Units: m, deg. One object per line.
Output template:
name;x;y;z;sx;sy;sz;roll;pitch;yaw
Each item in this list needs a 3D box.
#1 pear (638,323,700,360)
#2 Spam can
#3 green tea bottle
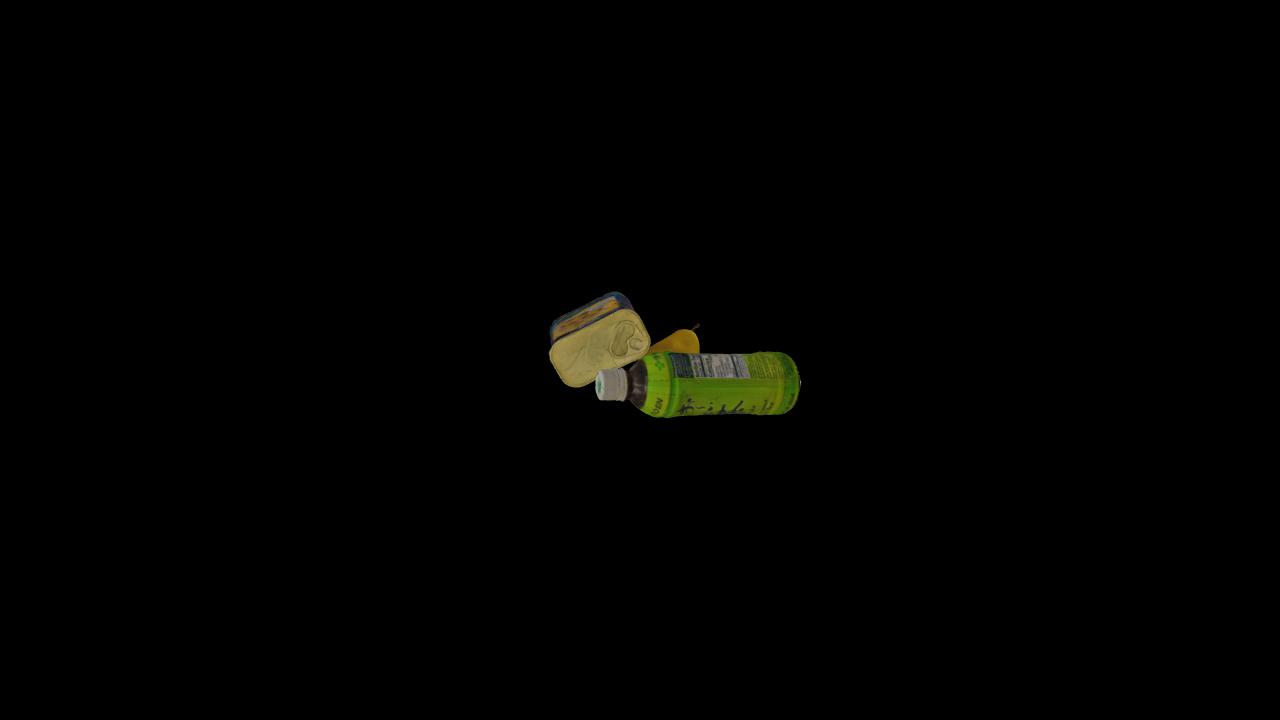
pear;0.041;-0.004;0.713;0.080;0.111;0.080;17;-19;6
Spam can;-0.047;-0.026;0.660;0.101;0.058;0.085;-26;23;0
green tea bottle;0.059;0.024;0.634;0.212;0.073;0.073;2;-1;-20
